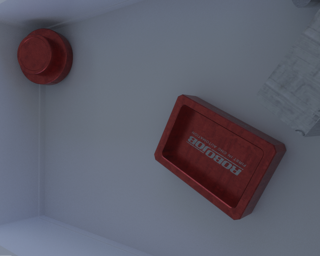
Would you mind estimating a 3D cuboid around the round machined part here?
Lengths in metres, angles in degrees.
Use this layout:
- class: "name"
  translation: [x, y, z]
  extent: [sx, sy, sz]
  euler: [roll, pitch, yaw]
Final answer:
- class: "round machined part"
  translation: [-0.207, -0.125, 0.541]
  extent: [0.098, 0.042, 0.097]
  euler: [1, 92, 16]

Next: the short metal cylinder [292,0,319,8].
- class: "short metal cylinder"
  translation: [0.142, -0.138, 0.244]
  extent: [0.050, 0.080, 0.079]
  euler: [-1, 90, 3]

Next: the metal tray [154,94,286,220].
- class: "metal tray"
  translation: [0.061, 0.028, 0.352]
  extent: [0.130, 0.030, 0.089]
  euler: [34, 111, 34]

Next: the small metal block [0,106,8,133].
- class: "small metal block"
  translation: [-0.383, -0.021, 0.721]
  extent: [0.050, 0.025, 0.050]
  euler: [32, 110, 35]

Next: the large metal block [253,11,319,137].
- class: "large metal block"
  translation: [0.137, -0.040, 0.258]
  extent: [0.050, 0.081, 0.080]
  euler: [46, 117, 30]
